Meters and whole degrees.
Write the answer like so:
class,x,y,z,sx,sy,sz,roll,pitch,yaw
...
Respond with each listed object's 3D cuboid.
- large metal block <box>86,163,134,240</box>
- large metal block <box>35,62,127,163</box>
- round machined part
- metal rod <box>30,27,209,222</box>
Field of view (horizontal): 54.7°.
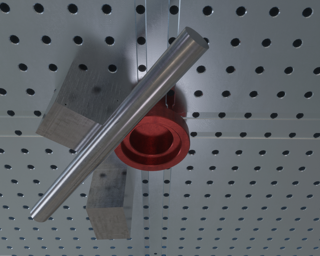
class,x,y,z,sx,sy,sz,roll,pitch,yaw
large metal block,-0.072,0.111,0.469,0.050,0.080,0.079,-3,130,2
large metal block,-0.084,-0.018,0.359,0.080,0.080,0.050,28,124,-22
round machined part,-0.011,0.009,0.408,0.099,0.042,0.097,0,130,0
metal rod,-0.062,0.019,0.321,0.025,0.025,0.299,31,124,-24
